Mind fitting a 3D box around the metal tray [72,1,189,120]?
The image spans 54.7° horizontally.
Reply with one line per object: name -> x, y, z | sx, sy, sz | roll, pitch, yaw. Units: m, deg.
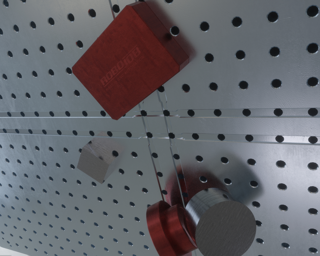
metal tray -> -0.041, -0.077, 0.382 | 0.130, 0.030, 0.090 | -33, 100, 38

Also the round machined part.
round machined part -> 0.024, 0.150, 0.452 | 0.042, 0.098, 0.098 | -29, 104, 11

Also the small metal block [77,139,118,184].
small metal block -> -0.101, 0.055, 0.499 | 0.050, 0.025, 0.050 | 32, 129, 7

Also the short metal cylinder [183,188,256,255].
short metal cylinder -> 0.077, 0.125, 0.405 | 0.081, 0.050, 0.079 | -2, 97, -12
